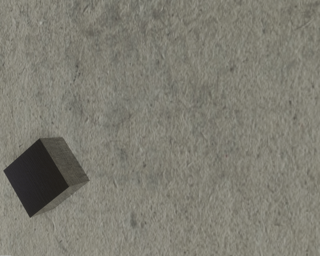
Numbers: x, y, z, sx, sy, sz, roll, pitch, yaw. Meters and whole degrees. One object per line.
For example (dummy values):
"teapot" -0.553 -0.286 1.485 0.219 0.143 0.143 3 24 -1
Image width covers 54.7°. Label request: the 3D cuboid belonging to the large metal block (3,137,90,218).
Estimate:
"large metal block" -0.165 0.070 0.452 0.080 0.050 0.080 -38 78 15
